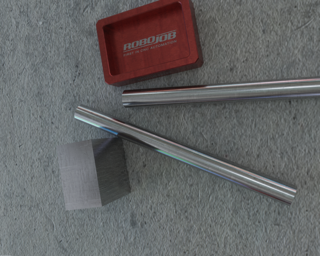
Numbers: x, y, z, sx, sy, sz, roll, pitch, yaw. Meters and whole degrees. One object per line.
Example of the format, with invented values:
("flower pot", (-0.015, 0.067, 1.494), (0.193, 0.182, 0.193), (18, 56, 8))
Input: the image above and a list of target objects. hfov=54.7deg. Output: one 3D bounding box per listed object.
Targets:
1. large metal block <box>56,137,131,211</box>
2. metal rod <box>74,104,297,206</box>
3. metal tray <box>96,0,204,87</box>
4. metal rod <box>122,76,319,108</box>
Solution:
("large metal block", (-0.084, 0.057, 0.408), (0.050, 0.080, 0.080), (-11, 87, 19))
("metal rod", (0.018, 0.028, 0.401), (0.301, 0.025, 0.025), (21, 97, 18))
("metal tray", (-0.015, -0.113, 0.410), (0.130, 0.030, 0.089), (-11, 87, 19))
("metal rod", (0.096, -0.043, 0.374), (0.301, 0.025, 0.025), (-2, 90, 19))
